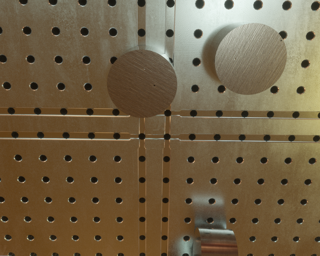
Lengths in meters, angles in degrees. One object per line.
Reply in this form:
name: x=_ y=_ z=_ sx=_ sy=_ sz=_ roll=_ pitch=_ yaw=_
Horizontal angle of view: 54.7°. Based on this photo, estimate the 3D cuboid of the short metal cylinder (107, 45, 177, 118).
short metal cylinder: x=-0.021 y=-0.058 z=0.378 sx=0.081 sy=0.050 sz=0.079 roll=0 pitch=110 yaw=-1

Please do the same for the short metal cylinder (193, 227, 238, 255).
short metal cylinder: x=0.079 y=0.189 z=0.455 sx=0.050 sy=0.080 sz=0.079 roll=4 pitch=110 yaw=-2

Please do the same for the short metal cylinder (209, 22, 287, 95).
short metal cylinder: x=0.102 y=-0.084 z=0.370 sx=0.081 sy=0.050 sz=0.079 roll=0 pitch=110 yaw=0
